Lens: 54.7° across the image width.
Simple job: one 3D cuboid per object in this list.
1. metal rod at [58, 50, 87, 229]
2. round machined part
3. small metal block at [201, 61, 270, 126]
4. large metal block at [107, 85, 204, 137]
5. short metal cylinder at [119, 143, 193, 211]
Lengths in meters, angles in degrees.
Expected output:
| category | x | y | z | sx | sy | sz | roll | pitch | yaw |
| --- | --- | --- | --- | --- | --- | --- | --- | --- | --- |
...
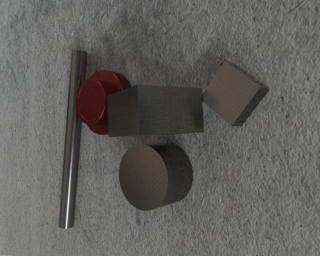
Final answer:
| category | x | y | z | sx | sy | sz | roll | pitch | yaw |
| --- | --- | --- | --- | --- | --- | --- | --- | --- | --- |
| metal rod | -0.148 | 0.021 | 0.523 | 0.025 | 0.025 | 0.298 | 9 | 96 | 39 |
| round machined part | -0.089 | -0.039 | 0.465 | 0.098 | 0.042 | 0.097 | 0 | 90 | 39 |
| small metal block | 0.080 | -0.037 | 0.338 | 0.050 | 0.025 | 0.050 | 46 | 117 | 29 |
| large metal block | -0.007 | -0.017 | 0.359 | 0.080 | 0.081 | 0.050 | -6 | 86 | 59 |
| short metal cylinder | -0.006 | 0.059 | 0.392 | 0.080 | 0.050 | 0.079 | 0 | 90 | 39 |
